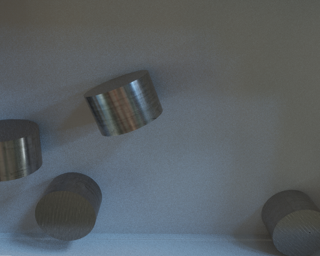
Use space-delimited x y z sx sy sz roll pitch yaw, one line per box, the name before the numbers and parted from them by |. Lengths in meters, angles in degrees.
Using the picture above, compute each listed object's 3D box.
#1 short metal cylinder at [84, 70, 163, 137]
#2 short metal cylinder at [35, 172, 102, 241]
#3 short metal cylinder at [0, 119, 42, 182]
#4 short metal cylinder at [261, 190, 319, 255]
short metal cylinder | -0.043 -0.031 0.370 0.080 0.080 0.050 -19 109 6
short metal cylinder | -0.126 0.110 0.437 0.081 0.050 0.079 0 110 -1
short metal cylinder | -0.193 0.025 0.389 0.081 0.080 0.050 2 110 -1
short metal cylinder | 0.196 0.138 0.452 0.081 0.050 0.079 0 110 -1
